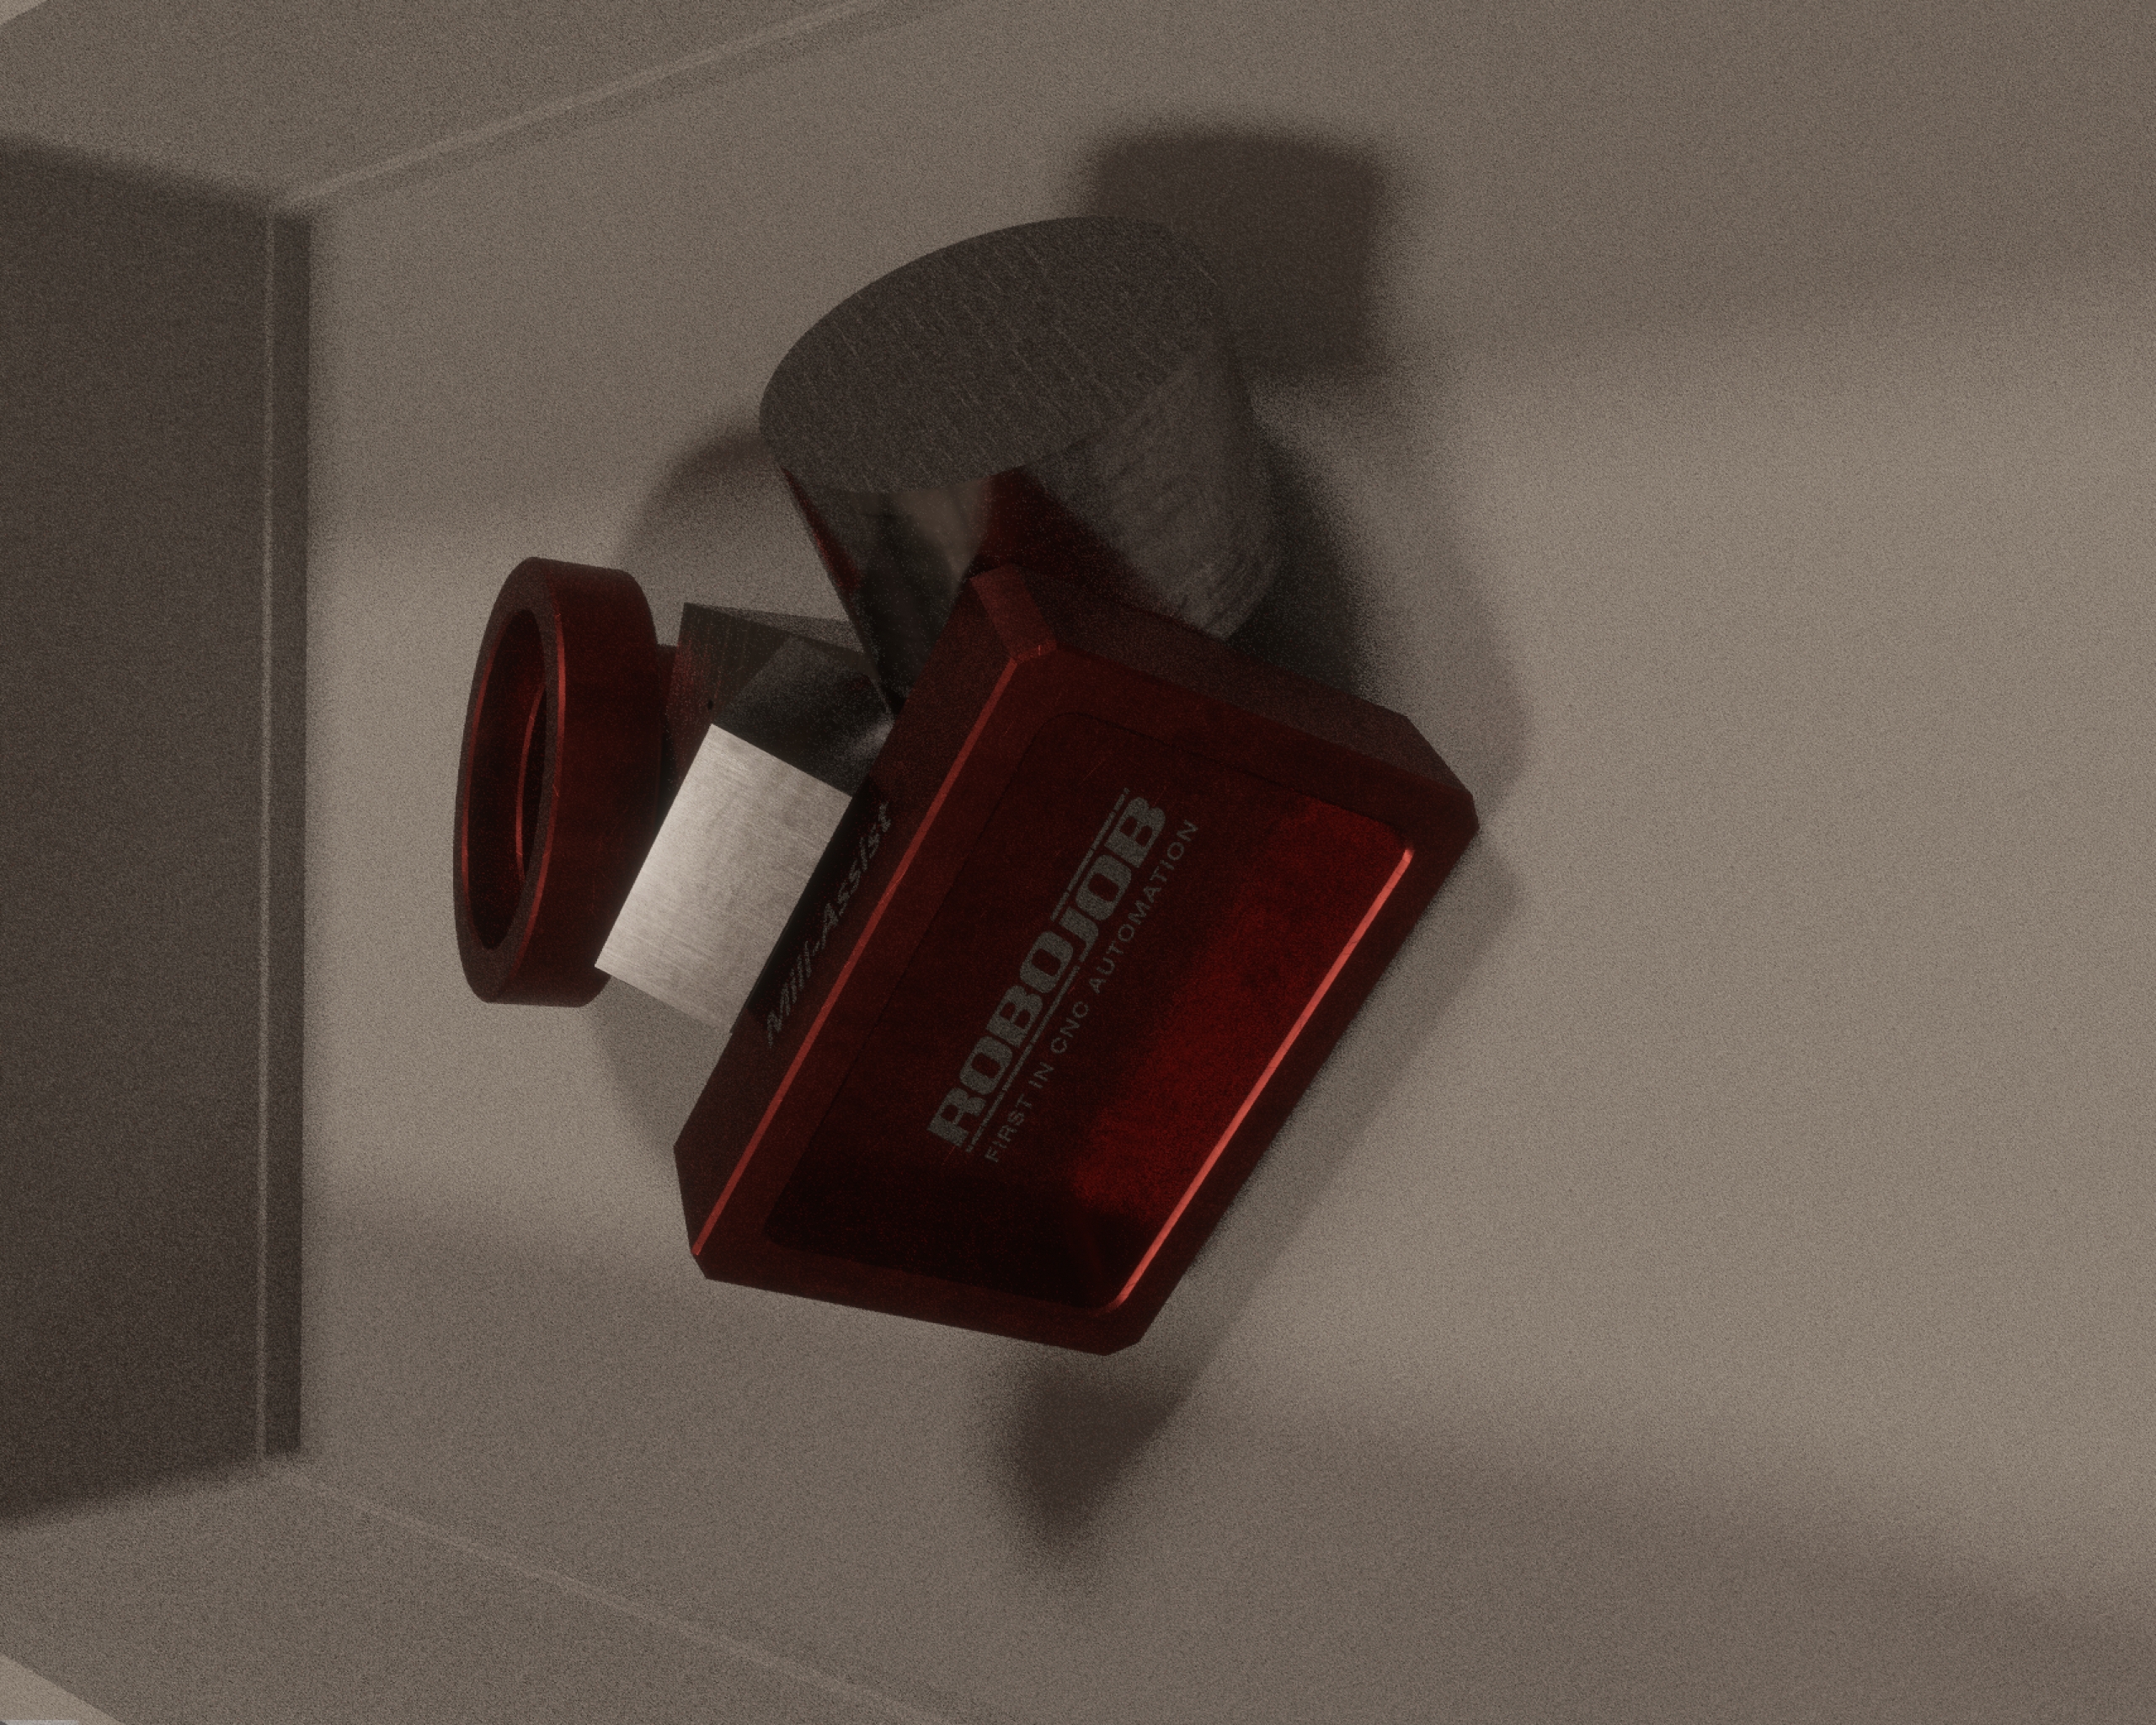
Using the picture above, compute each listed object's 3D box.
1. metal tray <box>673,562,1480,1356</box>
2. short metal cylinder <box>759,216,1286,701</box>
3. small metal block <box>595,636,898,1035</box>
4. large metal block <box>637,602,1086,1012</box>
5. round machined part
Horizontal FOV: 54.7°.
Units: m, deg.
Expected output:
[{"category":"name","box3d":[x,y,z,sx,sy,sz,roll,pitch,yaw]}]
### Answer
[{"category":"metal tray","box3d":[-0.003,0.023,0.361,0.129,0.091,0.030,-60,29,22]},{"category":"short metal cylinder","box3d":[-0.008,-0.070,0.366,0.080,0.080,0.050,21,147,38]},{"category":"small metal block","box3d":[-0.055,-0.006,0.365,0.025,0.050,0.050,28,113,-4]},{"category":"large metal block","box3d":[-0.041,-0.004,0.420,0.080,0.050,0.079,19,102,38]},{"category":"round machined part","box3d":[-0.107,-0.016,0.464,0.098,0.042,0.098,-19,68,60]}]
